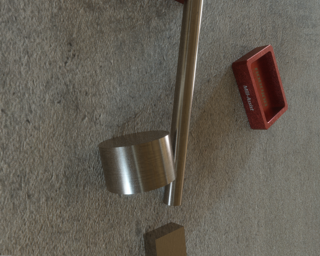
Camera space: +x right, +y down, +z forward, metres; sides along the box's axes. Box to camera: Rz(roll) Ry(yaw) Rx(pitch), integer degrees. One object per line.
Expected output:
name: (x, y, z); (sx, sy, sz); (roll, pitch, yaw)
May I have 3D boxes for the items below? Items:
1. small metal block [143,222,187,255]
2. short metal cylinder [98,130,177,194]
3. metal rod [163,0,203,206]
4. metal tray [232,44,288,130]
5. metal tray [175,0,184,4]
small metal block: (0.008, 0.161, 0.414); (0.050, 0.025, 0.050); (-10, 97, -40)
short metal cylinder: (-0.025, 0.036, 0.350); (0.081, 0.080, 0.050); (-16, 101, -39)
metal rod: (0.032, -0.046, 0.412); (0.025, 0.025, 0.298); (3, 95, -40)
metal tray: (0.183, -0.073, 0.557); (0.091, 0.030, 0.129); (-35, 112, -35)
metal tray: (0.019, -0.246, 0.418); (0.091, 0.030, 0.129); (3, 88, -40)
